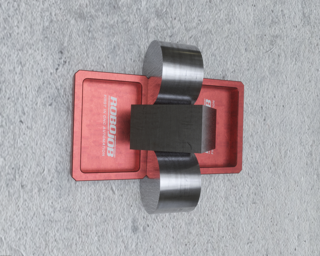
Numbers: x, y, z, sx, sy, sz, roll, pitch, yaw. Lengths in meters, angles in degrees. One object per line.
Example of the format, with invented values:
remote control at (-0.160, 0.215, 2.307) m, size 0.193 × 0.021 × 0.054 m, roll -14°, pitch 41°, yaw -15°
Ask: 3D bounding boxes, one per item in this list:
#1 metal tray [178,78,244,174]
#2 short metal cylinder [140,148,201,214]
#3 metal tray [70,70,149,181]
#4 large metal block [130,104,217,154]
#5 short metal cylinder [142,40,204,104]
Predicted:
metal tray at (0.070, -0.002, 0.434) m, size 0.091 × 0.030 × 0.129 m, roll 2°, pitch 90°, yaw -20°
short metal cylinder at (0.010, 0.065, 0.385) m, size 0.050 × 0.080 × 0.080 m, roll 2°, pitch 90°, yaw -20°
metal tray at (-0.062, -0.002, 0.385) m, size 0.091 × 0.030 × 0.129 m, roll 2°, pitch 90°, yaw -20°
large metal block at (0.019, 0.000, 0.366) m, size 0.080 × 0.080 × 0.050 m, roll 2°, pitch 90°, yaw 20°
short metal cylinder at (0.013, -0.065, 0.386) m, size 0.050 × 0.080 × 0.080 m, roll 2°, pitch 90°, yaw -20°
